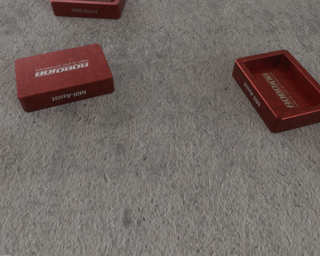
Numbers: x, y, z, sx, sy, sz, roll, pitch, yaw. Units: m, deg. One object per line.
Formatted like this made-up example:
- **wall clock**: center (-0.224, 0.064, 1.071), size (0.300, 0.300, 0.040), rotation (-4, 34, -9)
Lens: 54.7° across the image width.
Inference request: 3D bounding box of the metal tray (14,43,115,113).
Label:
- **metal tray**: center (-0.143, -0.078, 0.465), size (0.131, 0.030, 0.090), rotation (-15, 52, -13)

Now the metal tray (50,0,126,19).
- **metal tray**: center (-0.137, -0.255, 0.613), size (0.131, 0.030, 0.090), rotation (4, 50, 3)

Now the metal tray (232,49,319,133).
- **metal tray**: center (0.174, -0.058, 0.449), size (0.091, 0.030, 0.130), rotation (-13, 51, -11)
